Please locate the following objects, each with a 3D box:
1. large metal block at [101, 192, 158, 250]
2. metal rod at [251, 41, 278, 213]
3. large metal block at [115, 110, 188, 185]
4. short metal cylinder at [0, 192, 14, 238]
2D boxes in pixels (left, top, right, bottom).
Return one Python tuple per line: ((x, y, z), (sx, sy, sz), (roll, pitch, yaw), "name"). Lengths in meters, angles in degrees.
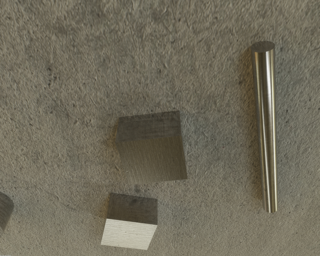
((-0.052, 0.160, 0.526), (0.081, 0.050, 0.079), (10, 129, -9), "large metal block")
((0.148, 0.022, 0.427), (0.025, 0.025, 0.299), (-11, 130, 9), "metal rod")
((-0.008, 0.027, 0.414), (0.080, 0.050, 0.080), (-7, 130, 5), "large metal block")
((-0.291, 0.143, 0.510), (0.081, 0.050, 0.079), (0, 130, 0), "short metal cylinder")
